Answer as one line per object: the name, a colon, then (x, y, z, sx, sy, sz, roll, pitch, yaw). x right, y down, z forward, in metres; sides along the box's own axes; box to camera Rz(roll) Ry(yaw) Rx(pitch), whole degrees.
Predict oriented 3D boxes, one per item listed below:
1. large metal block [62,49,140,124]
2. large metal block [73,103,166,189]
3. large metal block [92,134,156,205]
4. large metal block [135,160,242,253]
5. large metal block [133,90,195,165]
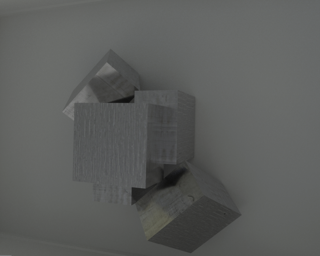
large metal block: (-0.072, -0.048, 0.397, 0.050, 0.080, 0.080, 40, 105, -21)
large metal block: (-0.041, 0.015, 0.325, 0.080, 0.050, 0.080, 2, 91, 20)
large metal block: (-0.042, 0.047, 0.395, 0.050, 0.080, 0.080, 1, 90, 20)
large metal block: (0.033, 0.094, 0.360, 0.080, 0.080, 0.050, -43, 42, 15)
large metal block: (0.008, -0.001, 0.375, 0.050, 0.080, 0.080, 1, 90, 20)
